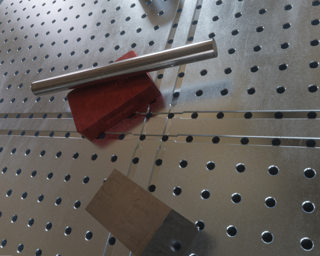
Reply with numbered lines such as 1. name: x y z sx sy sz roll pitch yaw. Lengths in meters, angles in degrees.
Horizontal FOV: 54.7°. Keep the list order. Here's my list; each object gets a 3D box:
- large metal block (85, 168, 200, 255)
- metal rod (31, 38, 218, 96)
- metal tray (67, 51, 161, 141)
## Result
1. large metal block: -0.016 0.095 0.322 0.080 0.080 0.050 27 77 37
2. metal rod: -0.067 -0.083 0.453 0.301 0.025 0.025 -8 58 23
3. metal tray: -0.074 -0.051 0.473 0.130 0.030 0.090 -33 52 6
